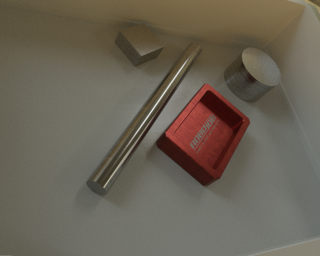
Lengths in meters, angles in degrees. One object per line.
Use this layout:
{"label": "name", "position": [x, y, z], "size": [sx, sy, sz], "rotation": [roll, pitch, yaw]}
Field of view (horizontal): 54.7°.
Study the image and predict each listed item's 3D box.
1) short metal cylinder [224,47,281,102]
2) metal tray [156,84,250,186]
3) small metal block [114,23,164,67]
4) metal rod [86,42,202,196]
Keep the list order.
{"label": "short metal cylinder", "position": [0.159, -0.091, 0.533], "size": [0.081, 0.050, 0.080], "rotation": [14, 56, -21]}
{"label": "metal tray", "position": [0.065, 0.005, 0.436], "size": [0.090, 0.030, 0.131], "rotation": [41, 51, -1]}
{"label": "small metal block", "position": [-0.031, -0.126, 0.467], "size": [0.050, 0.025, 0.050], "rotation": [-33, 81, -38]}
{"label": "metal rod", "position": [-0.005, -0.034, 0.425], "size": [0.025, 0.025, 0.301], "rotation": [36, 51, -5]}
